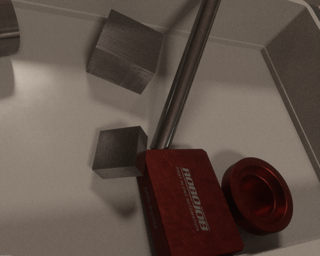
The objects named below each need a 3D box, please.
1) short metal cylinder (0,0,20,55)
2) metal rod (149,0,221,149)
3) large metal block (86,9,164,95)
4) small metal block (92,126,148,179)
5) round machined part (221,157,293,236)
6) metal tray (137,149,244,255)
[{"bbox_3d":[-0.196,-0.117,0.337,0.050,0.080,0.080,-24,75,-37],"label":"short metal cylinder"},{"bbox_3d":[0.048,-0.110,0.416,0.025,0.025,0.299,22,80,-16],"label":"metal rod"},{"bbox_3d":[-0.047,-0.105,0.430,0.080,0.050,0.080,22,54,-16],"label":"large metal block"},{"bbox_3d":[-0.044,0.028,0.349,0.050,0.025,0.050,-7,55,17],"label":"small metal block"},{"bbox_3d":[0.121,0.091,0.407,0.099,0.042,0.098,14,56,-21],"label":"round machined part"},{"bbox_3d":[0.030,0.086,0.356,0.091,0.030,0.130,1,53,-28],"label":"metal tray"}]
